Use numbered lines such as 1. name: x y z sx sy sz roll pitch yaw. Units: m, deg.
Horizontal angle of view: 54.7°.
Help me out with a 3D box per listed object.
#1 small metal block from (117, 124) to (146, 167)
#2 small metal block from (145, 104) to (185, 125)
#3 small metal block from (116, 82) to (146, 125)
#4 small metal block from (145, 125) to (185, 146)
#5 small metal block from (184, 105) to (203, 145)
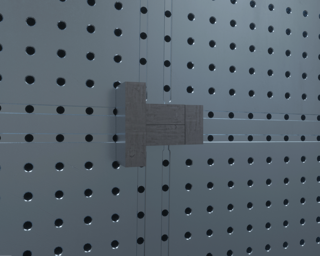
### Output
1. small metal block: -0.037 0.021 0.386 0.025 0.050 0.050 0 90 -20
2. small metal block: -0.001 -0.017 0.399 0.050 0.050 0.025 0 90 -20
3. small metal block: -0.037 -0.029 0.386 0.025 0.050 0.050 0 90 -20
4. small metal block: -0.001 0.008 0.399 0.050 0.050 0.025 0 90 -20
5. small metal block: 0.035 -0.004 0.412 0.025 0.050 0.050 0 90 -20
